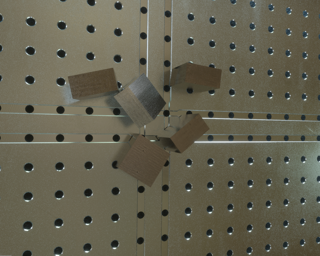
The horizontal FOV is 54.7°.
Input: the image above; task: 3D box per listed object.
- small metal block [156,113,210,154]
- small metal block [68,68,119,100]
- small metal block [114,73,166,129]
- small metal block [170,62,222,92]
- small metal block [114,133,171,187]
[{"bbox_3d":[0.029,0.006,0.411,0.050,0.050,0.025,-39,103,-16],"label":"small metal block"},{"bbox_3d":[-0.076,-0.051,0.366,0.050,0.050,0.025,-12,94,-5],"label":"small metal block"},{"bbox_3d":[-0.023,-0.035,0.390,0.050,0.025,0.050,53,32,-13],"label":"small metal block"},{"bbox_3d":[0.047,-0.067,0.418,0.050,0.050,0.025,7,88,-20],"label":"small metal block"},{"bbox_3d":[-0.023,0.042,0.405,0.050,0.025,0.050,35,79,-17],"label":"small metal block"}]
